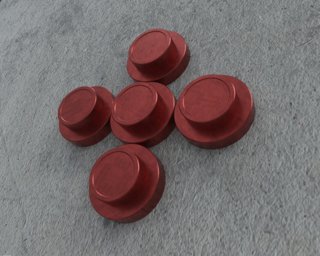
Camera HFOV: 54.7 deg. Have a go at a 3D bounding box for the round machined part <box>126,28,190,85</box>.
[{"bbox_3d":[-0.008,-0.110,0.465,0.098,0.042,0.098,-13,56,20],"label":"round machined part"}]

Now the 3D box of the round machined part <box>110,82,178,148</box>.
[{"bbox_3d":[-0.026,-0.024,0.421,0.098,0.042,0.098,-13,56,20],"label":"round machined part"}]

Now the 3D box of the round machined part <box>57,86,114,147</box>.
[{"bbox_3d":[-0.113,-0.024,0.466,0.098,0.042,0.098,-13,56,20],"label":"round machined part"}]

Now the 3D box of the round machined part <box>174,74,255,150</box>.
[{"bbox_3d":[0.062,-0.026,0.377,0.098,0.042,0.098,-13,56,20],"label":"round machined part"}]

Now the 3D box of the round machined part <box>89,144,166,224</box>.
[{"bbox_3d":[-0.046,0.063,0.378,0.098,0.042,0.098,-13,56,20],"label":"round machined part"}]
